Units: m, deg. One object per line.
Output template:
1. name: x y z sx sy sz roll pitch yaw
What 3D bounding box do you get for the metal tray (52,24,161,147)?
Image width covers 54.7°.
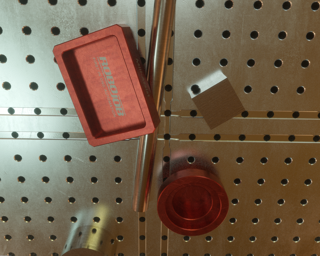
1. metal tray: -0.062 -0.049 0.376 0.090 0.030 0.129 -14 105 16

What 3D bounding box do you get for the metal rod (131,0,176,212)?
1. metal rod: -0.011 -0.022 0.405 0.025 0.025 0.298 7 110 -3

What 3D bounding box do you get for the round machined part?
1. round machined part: 0.045 0.101 0.442 0.099 0.042 0.097 0 110 -1

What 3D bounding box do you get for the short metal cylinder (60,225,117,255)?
1. short metal cylinder: -0.109 0.197 0.471 0.081 0.050 0.079 0 110 -1

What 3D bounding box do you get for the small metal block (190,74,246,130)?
1. small metal block: 0.074 -0.034 0.402 0.050 0.025 0.050 -31 108 10
